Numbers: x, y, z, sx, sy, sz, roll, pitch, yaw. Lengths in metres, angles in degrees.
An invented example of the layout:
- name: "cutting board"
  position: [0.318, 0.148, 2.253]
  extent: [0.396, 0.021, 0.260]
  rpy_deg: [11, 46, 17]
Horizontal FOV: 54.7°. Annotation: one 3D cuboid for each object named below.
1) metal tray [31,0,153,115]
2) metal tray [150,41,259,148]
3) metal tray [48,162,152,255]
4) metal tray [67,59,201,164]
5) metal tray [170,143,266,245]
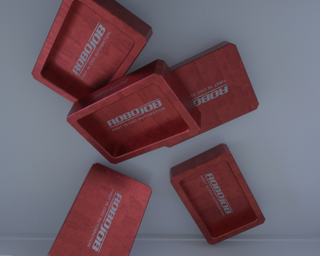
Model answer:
- name: "metal tray"
  position: [-0.080, -0.084, 0.351]
  extent: [0.090, 0.030, 0.129]
  rpy_deg: [33, 129, -13]
- name: "metal tray"
  position: [0.047, -0.041, 0.394]
  extent: [0.130, 0.030, 0.090]
  rpy_deg: [-25, 109, 8]
- name: "metal tray"
  position: [-0.075, 0.122, 0.406]
  extent: [0.090, 0.130, 0.030]
  rpy_deg: [27, 149, -10]
- name: "metal tray"
  position: [-0.030, -0.013, 0.360]
  extent: [0.130, 0.030, 0.090]
  rpy_deg: [-22, 125, 26]
- name: "metal tray"
  position: [0.083, 0.097, 0.445]
  extent: [0.090, 0.030, 0.130]
  rpy_deg: [-27, 108, 9]
